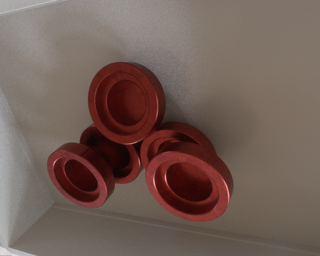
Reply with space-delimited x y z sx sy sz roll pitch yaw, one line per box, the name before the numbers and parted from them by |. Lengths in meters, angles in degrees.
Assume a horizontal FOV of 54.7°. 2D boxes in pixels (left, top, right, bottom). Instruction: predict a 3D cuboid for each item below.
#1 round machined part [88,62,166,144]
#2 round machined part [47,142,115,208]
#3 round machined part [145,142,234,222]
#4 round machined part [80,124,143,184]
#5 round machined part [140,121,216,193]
round machined part | -0.037 -0.032 0.383 0.098 0.042 0.097 6 103 26
round machined part | -0.105 0.061 0.435 0.098 0.042 0.097 13 124 21
round machined part | 0.036 0.057 0.358 0.098 0.042 0.097 13 124 21
round machined part | -0.063 0.029 0.447 0.098 0.042 0.097 13 124 21
round machined part | 0.027 0.034 0.403 0.098 0.042 0.097 13 124 21
